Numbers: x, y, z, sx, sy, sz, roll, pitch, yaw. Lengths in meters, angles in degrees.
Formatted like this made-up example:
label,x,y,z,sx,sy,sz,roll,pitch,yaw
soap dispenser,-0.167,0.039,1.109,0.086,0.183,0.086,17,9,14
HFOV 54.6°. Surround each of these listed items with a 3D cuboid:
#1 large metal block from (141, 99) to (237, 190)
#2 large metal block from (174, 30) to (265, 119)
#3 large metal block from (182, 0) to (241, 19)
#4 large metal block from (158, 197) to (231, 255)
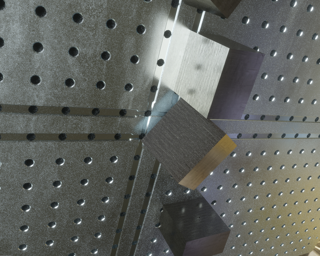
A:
label,x,y,z,sx,sy,sz,roll,pitch,yaw
large metal block,0.037,0.020,0.400,0.080,0.080,0.050,-47,146,5
large metal block,0.066,-0.064,0.371,0.050,0.080,0.079,0,118,-29
large metal block,0.054,-0.164,0.303,0.050,0.080,0.080,31,101,-38
large metal block,0.053,0.164,0.505,0.081,0.080,0.050,-4,120,-27
